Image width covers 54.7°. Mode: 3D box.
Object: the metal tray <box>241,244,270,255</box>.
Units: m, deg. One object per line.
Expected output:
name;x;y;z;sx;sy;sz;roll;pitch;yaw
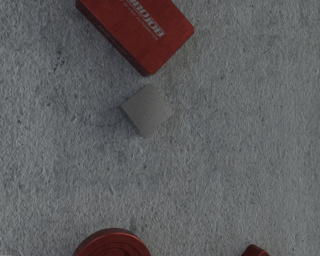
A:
metal tray;0.130;0.252;0.456;0.130;0.030;0.090;-45;104;-15

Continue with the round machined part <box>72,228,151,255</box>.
round machined part;-0.062;0.170;0.378;0.099;0.042;0.097;0;90;-21

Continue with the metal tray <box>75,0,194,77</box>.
metal tray;-0.030;-0.142;0.396;0.130;0.030;0.090;45;76;-15

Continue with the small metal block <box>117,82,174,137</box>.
small metal block;-0.019;-0.023;0.403;0.050;0.025;0.050;-39;103;-16
